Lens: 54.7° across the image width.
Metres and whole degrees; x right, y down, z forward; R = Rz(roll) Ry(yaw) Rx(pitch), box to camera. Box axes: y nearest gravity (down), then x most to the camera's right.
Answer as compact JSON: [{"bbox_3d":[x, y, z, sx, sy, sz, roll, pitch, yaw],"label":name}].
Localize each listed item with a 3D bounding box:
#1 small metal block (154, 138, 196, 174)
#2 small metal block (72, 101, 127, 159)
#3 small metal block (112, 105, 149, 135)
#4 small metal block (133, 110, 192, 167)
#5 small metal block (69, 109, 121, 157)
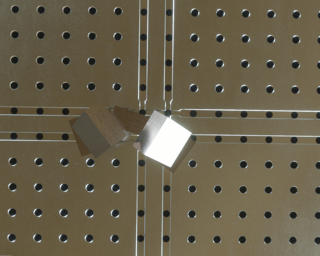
[{"bbox_3d":[0.012,0.024,0.414,0.050,0.025,0.050,36,90,-1],"label":"small metal block"},{"bbox_3d":[-0.074,0.004,0.372,0.025,0.050,0.050,-37,91,-39],"label":"small metal block"},{"bbox_3d":[-0.035,-0.008,0.400,0.050,0.050,0.025,19,90,-1],"label":"small metal block"},{"bbox_3d":[0.004,0.014,0.374,0.050,0.025,0.050,32,89,-45],"label":"small metal block"},{"bbox_3d":[-0.086,0.005,0.412,0.050,0.025,0.050,-19,90,-1],"label":"small metal block"}]
